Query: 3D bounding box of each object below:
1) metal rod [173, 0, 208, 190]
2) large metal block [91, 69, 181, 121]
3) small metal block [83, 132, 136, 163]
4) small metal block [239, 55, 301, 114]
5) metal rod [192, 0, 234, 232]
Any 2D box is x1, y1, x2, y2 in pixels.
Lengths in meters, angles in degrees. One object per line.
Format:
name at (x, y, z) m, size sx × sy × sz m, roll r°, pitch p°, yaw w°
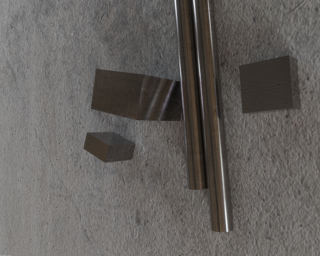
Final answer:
metal rod at (0.035, -0.078, 0.374) m, size 0.025 × 0.025 × 0.298 m, roll -7°, pitch 86°, yaw 39°
large metal block at (-0.026, -0.041, 0.389) m, size 0.080 × 0.081 × 0.050 m, roll 14°, pitch 99°, yaw 39°
small metal block at (-0.073, 0.026, 0.446) m, size 0.050 × 0.050 × 0.025 m, roll 25°, pitch 106°, yaw 37°
small metal block at (0.111, -0.042, 0.313) m, size 0.050 × 0.025 × 0.050 m, roll -5°, pitch 87°, yaw 39°
metal rod at (0.058, -0.036, 0.355) m, size 0.025 × 0.025 × 0.298 m, roll -7°, pitch 85°, yaw 39°
